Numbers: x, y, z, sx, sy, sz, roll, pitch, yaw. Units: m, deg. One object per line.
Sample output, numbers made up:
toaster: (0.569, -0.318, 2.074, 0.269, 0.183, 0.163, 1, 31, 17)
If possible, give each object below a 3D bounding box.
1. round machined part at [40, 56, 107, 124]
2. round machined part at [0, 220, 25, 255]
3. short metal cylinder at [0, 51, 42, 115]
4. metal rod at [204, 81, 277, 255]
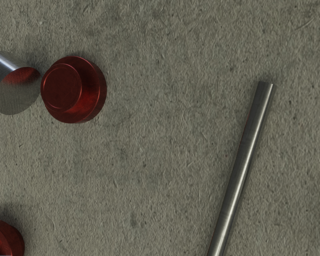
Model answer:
round machined part: (-0.130, -0.055, 0.444, 0.098, 0.042, 0.097, 0, 90, 19)
round machined part: (-0.255, 0.192, 0.488, 0.098, 0.042, 0.097, 0, 90, 19)
short metal cylinder: (-0.224, -0.066, 0.457, 0.050, 0.080, 0.080, 33, 101, 16)
metal rod: (0.086, 0.091, 0.378, 0.025, 0.025, 0.298, 17, 95, 19)
